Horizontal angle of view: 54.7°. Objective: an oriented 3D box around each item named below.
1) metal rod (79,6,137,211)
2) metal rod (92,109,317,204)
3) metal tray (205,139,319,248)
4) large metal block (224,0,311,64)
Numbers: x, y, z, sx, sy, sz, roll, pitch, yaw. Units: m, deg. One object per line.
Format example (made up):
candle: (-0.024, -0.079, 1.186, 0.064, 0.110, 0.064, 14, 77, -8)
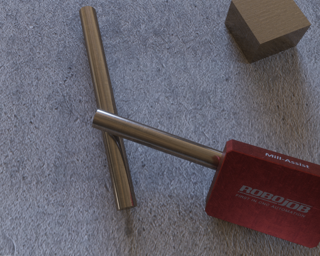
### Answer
metal rod: (-0.075, -0.040, 0.421, 0.025, 0.025, 0.299, -13, 71, -5)
metal rod: (0.064, 0.037, 0.380, 0.302, 0.025, 0.025, 19, 71, 1)
metal tray: (0.127, 0.075, 0.351, 0.131, 0.030, 0.089, 17, 114, 5)
large metal block: (0.154, -0.152, 0.452, 0.080, 0.050, 0.080, -22, 72, -8)
